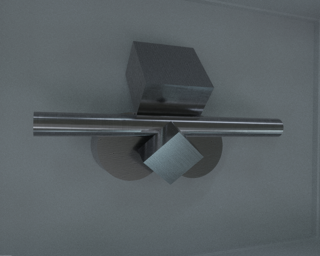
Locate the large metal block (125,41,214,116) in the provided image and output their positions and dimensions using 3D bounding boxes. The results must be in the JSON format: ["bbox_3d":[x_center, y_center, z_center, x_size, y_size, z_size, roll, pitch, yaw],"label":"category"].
[{"bbox_3d":[0.008,-0.058,0.378,0.081,0.050,0.080,1,47,-20],"label":"large metal block"}]

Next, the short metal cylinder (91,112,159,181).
[{"bbox_3d":[-0.041,0.021,0.382,0.081,0.050,0.079,0,90,-21],"label":"short metal cylinder"}]

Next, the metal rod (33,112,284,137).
[{"bbox_3d":[0.015,-0.002,0.363,0.303,0.025,0.025,1,90,-21],"label":"metal rod"}]

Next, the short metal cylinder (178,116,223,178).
[{"bbox_3d":[0.035,0.023,0.410,0.081,0.050,0.079,0,90,-21],"label":"short metal cylinder"}]

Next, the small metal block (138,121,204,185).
[{"bbox_3d":[0.012,0.029,0.350,0.050,0.025,0.050,-41,124,6],"label":"small metal block"}]
